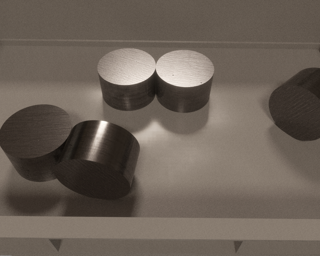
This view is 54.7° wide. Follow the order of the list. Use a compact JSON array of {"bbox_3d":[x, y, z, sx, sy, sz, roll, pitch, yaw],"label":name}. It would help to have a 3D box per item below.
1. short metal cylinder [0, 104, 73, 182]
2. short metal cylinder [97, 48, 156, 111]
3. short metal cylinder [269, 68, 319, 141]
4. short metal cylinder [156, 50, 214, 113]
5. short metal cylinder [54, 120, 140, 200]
[{"bbox_3d":[-0.142,0.017,0.372,0.081,0.050,0.080,0,50,0],"label":"short metal cylinder"},{"bbox_3d":[-0.046,-0.071,0.448,0.081,0.050,0.080,0,50,0],"label":"short metal cylinder"},{"bbox_3d":[0.190,-0.030,0.397,0.050,0.080,0.080,-34,58,-25],"label":"short metal cylinder"},{"bbox_3d":[0.034,-0.068,0.446,0.081,0.050,0.080,0,50,0],"label":"short metal cylinder"},{"bbox_3d":[-0.066,0.036,0.338,0.080,0.080,0.050,7,51,5],"label":"short metal cylinder"}]
